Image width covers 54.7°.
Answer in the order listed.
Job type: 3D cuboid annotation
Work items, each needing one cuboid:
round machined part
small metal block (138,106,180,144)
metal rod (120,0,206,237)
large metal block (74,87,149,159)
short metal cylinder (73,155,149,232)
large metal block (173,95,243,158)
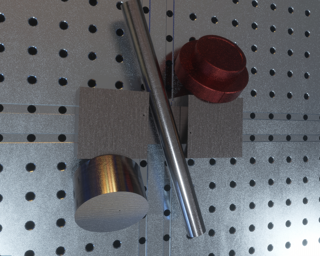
[{"bbox_3d":[0.072,-0.083,0.404,0.099,0.042,0.098,10,52,-13],"label":"round machined part"},{"bbox_3d":[-0.002,-0.004,0.412,0.050,0.025,0.050,1,90,-20],"label":"small metal block"},{"bbox_3d":[0.006,-0.007,0.387,0.025,0.025,0.298,-18,96,-19],"label":"metal rod"},{"bbox_3d":[-0.060,-0.005,0.378,0.081,0.050,0.080,2,89,-20],"label":"large metal block"},{"bbox_3d":[-0.057,0.076,0.356,0.081,0.050,0.080,-10,135,-9],"label":"short metal cylinder"},{"bbox_3d":[0.064,-0.001,0.424,0.081,0.050,0.080,1,90,-20],"label":"large metal block"}]
